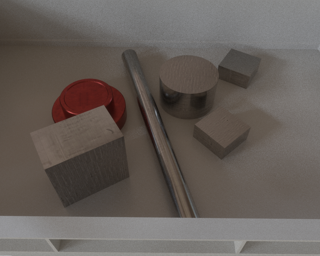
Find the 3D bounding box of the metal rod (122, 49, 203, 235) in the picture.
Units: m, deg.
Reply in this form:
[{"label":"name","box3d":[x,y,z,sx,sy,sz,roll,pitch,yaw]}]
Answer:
[{"label":"metal rod","box3d":[-0.009,-0.007,0.410,0.025,0.025,0.300,-12,51,-11]}]

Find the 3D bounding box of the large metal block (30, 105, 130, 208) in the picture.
[{"label":"large metal block","box3d":[-0.084,0.032,0.341,0.081,0.080,0.050,-24,54,-19]}]

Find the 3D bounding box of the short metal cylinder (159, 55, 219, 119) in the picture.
[{"label":"short metal cylinder","box3d":[0.039,-0.058,0.438,0.081,0.050,0.080,0,50,0]}]

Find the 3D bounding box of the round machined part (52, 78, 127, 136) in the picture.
[{"label":"round machined part","box3d":[-0.096,-0.029,0.417,0.099,0.042,0.098,0,50,0]}]

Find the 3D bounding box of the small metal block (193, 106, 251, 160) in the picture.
[{"label":"small metal block","box3d":[0.079,0.005,0.402,0.050,0.025,0.050,-34,58,-26]}]

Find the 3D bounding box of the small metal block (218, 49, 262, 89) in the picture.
[{"label":"small metal block","box3d":[0.124,-0.094,0.485,0.050,0.025,0.050,25,54,19]}]
